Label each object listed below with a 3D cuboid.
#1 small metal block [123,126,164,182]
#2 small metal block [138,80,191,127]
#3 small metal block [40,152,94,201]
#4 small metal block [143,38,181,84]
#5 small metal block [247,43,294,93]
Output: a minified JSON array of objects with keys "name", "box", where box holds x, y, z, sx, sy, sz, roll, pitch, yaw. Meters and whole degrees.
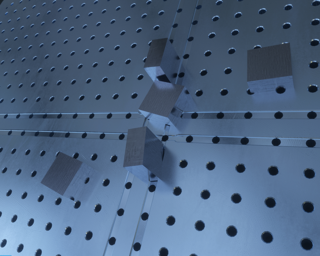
[{"name":"small metal block","box":[-0.019,0.033,0.381,0.025,0.050,0.050,-10,58,23]},{"name":"small metal block","box":[0.007,-0.035,0.425,0.050,0.025,0.050,17,70,34]},{"name":"small metal block","box":[-0.130,0.067,0.433,0.050,0.025,0.050,17,70,34]},{"name":"small metal block","box":[0.005,-0.092,0.445,0.025,0.050,0.050,0,62,28]},{"name":"small metal block","box":[0.136,-0.073,0.382,0.050,0.025,0.050,-5,59,25]}]
